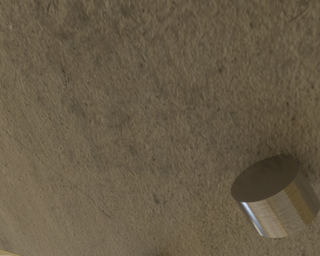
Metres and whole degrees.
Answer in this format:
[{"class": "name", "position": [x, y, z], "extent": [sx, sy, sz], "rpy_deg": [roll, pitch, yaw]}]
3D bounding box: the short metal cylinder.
[{"class": "short metal cylinder", "position": [0.129, 0.076, 0.350], "extent": [0.080, 0.080, 0.050], "rpy_deg": [-25, 105, 36]}]
